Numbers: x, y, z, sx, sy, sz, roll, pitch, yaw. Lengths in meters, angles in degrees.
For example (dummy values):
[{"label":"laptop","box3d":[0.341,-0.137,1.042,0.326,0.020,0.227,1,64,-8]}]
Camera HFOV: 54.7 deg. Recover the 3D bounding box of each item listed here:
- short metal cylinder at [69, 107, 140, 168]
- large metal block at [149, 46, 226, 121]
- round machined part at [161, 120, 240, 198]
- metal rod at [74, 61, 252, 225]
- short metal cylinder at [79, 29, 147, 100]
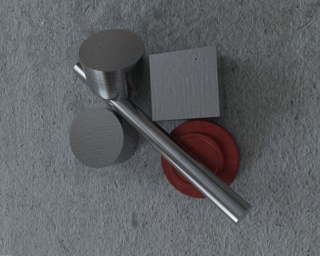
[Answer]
[{"label":"short metal cylinder","box3d":[-0.075,0.012,0.424,0.080,0.050,0.080,0,90,20]},{"label":"large metal block","box3d":[0.035,-0.050,0.382,0.080,0.050,0.080,-3,89,20]},{"label":"round machined part","box3d":[0.047,0.039,0.384,0.098,0.042,0.097,0,90,20]},{"label":"metal rod","box3d":[-0.015,0.000,0.380,0.300,0.025,0.025,41,103,28]},{"label":"short metal cylinder","box3d":[-0.058,-0.082,0.397,0.080,0.050,0.080,-1,53,2]}]
